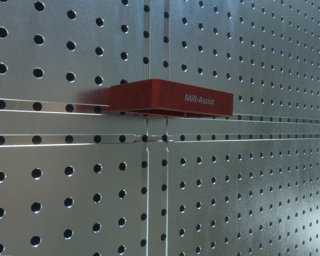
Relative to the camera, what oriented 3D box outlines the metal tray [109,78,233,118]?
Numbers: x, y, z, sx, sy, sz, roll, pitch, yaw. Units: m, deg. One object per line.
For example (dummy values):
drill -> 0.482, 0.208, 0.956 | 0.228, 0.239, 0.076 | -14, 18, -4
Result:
metal tray -> 0.016, -0.032, 0.382 | 0.131, 0.090, 0.030 | 4, 88, -40
